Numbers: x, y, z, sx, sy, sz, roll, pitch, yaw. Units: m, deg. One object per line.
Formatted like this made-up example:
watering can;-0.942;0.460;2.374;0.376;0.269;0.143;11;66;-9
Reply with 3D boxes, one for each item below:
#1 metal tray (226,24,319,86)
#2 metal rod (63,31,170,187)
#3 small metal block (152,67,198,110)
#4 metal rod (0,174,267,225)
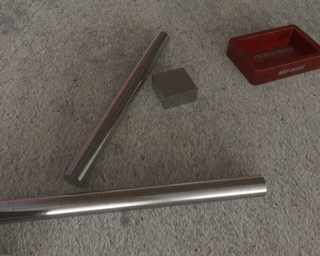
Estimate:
metal tray;0.187;-0.122;0.504;0.131;0.030;0.090;-16;52;-14
metal rod;-0.047;-0.048;0.442;0.025;0.025;0.301;16;52;12
small metal block;0.021;-0.058;0.453;0.050;0.025;0.050;-16;52;-14
metal rod;-0.035;0.078;0.337;0.302;0.025;0.025;-5;50;-5
